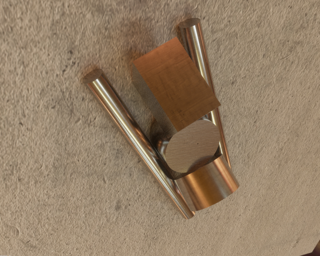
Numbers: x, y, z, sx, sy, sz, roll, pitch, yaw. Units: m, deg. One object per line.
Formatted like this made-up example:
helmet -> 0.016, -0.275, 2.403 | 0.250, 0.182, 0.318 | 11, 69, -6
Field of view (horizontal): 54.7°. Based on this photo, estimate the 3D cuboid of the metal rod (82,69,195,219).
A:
metal rod -> -0.012, 0.043, 0.428 | 0.025, 0.025, 0.299 | -35, 129, -5

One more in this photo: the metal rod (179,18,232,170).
metal rod -> 0.076, -0.009, 0.443 | 0.025, 0.025, 0.299 | -29, 128, -10

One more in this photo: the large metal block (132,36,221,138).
large metal block -> 0.013, -0.038, 0.336 | 0.050, 0.080, 0.080 | -32, 87, -8

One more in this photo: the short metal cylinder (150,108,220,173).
short metal cylinder -> 0.033, 0.013, 0.418 | 0.081, 0.050, 0.079 | -14, 124, -21

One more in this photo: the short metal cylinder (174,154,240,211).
short metal cylinder -> 0.067, 0.078, 0.450 | 0.080, 0.080, 0.050 | -28, 86, -11
